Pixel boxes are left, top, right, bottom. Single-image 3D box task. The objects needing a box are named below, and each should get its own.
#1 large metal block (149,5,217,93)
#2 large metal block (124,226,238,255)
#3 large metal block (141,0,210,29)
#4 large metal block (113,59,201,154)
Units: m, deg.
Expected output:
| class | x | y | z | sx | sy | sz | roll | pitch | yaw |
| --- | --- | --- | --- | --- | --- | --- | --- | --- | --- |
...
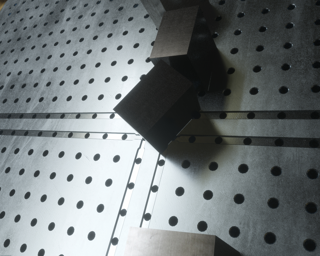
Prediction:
| class | x | y | z | sx | sy | sz | roll | pitch | yaw |
| --- | --- | --- | --- | --- | --- | --- | --- | --- | --- |
| large metal block | 0.035 | -0.102 | 0.418 | 0.050 | 0.080 | 0.080 | 0 | 62 | 28 |
| large metal block | 0.021 | 0.128 | 0.284 | 0.080 | 0.080 | 0.050 | -3 | 60 | 27 |
| large metal block | 0.024 | -0.202 | 0.486 | 0.050 | 0.080 | 0.080 | 31 | 79 | 38 |
| large metal block | 0.000 | -0.023 | 0.380 | 0.050 | 0.080 | 0.080 | 41 | 85 | 22 |
